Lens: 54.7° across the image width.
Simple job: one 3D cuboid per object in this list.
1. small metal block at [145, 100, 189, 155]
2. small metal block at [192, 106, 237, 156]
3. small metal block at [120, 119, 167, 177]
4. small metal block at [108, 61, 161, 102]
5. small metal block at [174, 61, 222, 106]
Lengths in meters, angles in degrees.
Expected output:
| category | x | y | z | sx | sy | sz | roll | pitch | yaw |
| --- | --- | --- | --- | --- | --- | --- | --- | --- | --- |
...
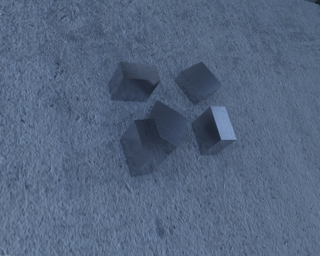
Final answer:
| category | x | y | z | sx | sy | sz | roll | pitch | yaw |
| --- | --- | --- | --- | --- | --- | --- | --- | --- | --- |
| small metal block | 0.004 | -0.001 | 0.406 | 0.050 | 0.025 | 0.050 | 32 | 52 | -8 |
| small metal block | 0.072 | 0.005 | 0.424 | 0.025 | 0.050 | 0.050 | 1 | 61 | -28 |
| small metal block | -0.021 | 0.024 | 0.362 | 0.025 | 0.050 | 0.050 | -6 | 65 | -31 |
| small metal block | -0.034 | -0.059 | 0.405 | 0.050 | 0.050 | 0.025 | 0 | 62 | -28 |
| small metal block | 0.059 | -0.069 | 0.478 | 0.050 | 0.025 | 0.050 | -32 | 80 | -38 |
